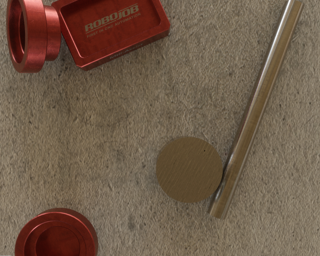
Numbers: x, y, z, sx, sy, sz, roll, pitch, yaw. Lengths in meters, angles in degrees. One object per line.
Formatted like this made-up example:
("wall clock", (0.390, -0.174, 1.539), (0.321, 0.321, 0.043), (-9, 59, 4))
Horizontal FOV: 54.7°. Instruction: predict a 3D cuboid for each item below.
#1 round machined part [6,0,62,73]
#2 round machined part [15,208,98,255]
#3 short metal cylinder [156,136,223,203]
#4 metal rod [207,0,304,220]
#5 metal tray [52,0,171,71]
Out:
("round machined part", (-0.154, -0.117, 0.381), (0.042, 0.098, 0.097), (-8, 90, -37))
("round machined part", (-0.129, 0.151, 0.400), (0.099, 0.042, 0.097), (0, 90, -1))
("short metal cylinder", (0.035, 0.050, 0.398), (0.081, 0.050, 0.079), (0, 90, -1))
("metal rod", (0.126, -0.024, 0.411), (0.025, 0.025, 0.299), (20, 90, -1))
("metal tray", (-0.063, -0.142, 0.406), (0.131, 0.030, 0.090), (-24, 90, -1))
